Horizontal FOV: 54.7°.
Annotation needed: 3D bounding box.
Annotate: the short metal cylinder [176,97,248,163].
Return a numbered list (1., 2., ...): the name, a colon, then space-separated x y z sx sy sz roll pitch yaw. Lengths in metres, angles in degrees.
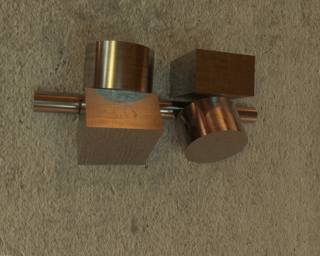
1. short metal cylinder: 0.066 0.004 0.399 0.081 0.080 0.050 2 55 -20

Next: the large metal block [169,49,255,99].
1. large metal block: 0.065 -0.065 0.405 0.081 0.080 0.050 1 90 -20

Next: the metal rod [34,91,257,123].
1. metal rod: -0.004 -0.025 0.411 0.302 0.025 0.025 2 89 -20

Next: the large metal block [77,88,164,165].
1. large metal block: -0.050 0.002 0.356 0.081 0.080 0.050 3 55 -21

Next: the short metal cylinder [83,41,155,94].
1. short metal cylinder: -0.048 -0.066 0.363 0.081 0.080 0.050 4 89 -20
